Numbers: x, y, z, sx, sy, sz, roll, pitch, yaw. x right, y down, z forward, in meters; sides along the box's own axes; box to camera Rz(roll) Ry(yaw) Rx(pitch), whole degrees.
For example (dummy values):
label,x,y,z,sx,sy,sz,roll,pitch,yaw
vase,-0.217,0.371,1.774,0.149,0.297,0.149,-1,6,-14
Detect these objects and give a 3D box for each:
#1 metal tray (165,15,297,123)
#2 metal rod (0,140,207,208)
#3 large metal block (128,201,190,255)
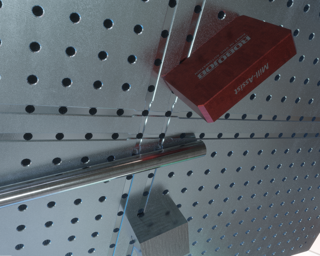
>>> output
label,x,y,z,sx,sy,sz,roll,pitch,yaw
metal tray,0.080,-0.074,0.368,0.130,0.090,0.030,-39,130,-2
metal rod,-0.073,0.058,0.408,0.303,0.025,0.025,-11,124,-23
large metal block,0.000,0.178,0.507,0.081,0.050,0.079,-19,126,-18
